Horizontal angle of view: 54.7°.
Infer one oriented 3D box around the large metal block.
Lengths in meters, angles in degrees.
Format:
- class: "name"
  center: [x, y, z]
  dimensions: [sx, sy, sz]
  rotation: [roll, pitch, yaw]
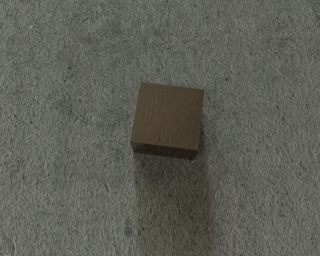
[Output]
- class: "large metal block"
  center: [0.010, -0.008, 0.399]
  dimensions: [0.080, 0.050, 0.080]
  rotation: [7, 70, 2]
